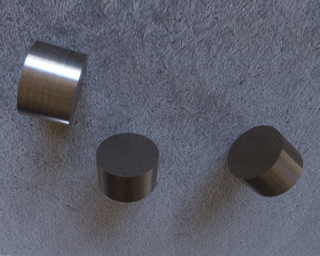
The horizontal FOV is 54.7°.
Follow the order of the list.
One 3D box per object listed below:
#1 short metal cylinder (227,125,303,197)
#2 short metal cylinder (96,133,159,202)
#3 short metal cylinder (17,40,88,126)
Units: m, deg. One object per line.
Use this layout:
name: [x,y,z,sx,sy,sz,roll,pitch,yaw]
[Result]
short metal cylinder: [0.137,0.043,0.409,0.080,0.080,0.050,-36,121,27]
short metal cylinder: [-0.043,0.051,0.414,0.081,0.080,0.050,3,130,-3]
short metal cylinder: [-0.112,-0.047,0.330,0.050,0.080,0.079,15,129,-12]
